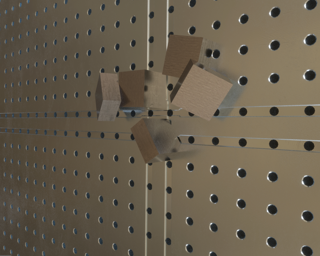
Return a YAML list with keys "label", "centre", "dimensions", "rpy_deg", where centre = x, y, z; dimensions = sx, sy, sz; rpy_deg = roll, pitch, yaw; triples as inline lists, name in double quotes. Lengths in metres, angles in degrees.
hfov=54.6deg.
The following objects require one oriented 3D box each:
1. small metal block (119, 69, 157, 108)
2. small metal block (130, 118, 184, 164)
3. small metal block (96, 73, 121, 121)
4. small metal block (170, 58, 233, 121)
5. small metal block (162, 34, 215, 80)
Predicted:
- label: "small metal block"
  centre: [-0.032, -0.054, 0.437]
  dimensions: [0.050, 0.025, 0.050]
  rpy_deg: [3, 92, 40]
- label: "small metal block"
  centre: [-0.003, 0.016, 0.397]
  dimensions: [0.025, 0.050, 0.050]
  rpy_deg: [-39, 66, 33]
- label: "small metal block"
  centre: [-0.077, -0.045, 0.455]
  dimensions: [0.050, 0.025, 0.050]
  rpy_deg: [119, 145, -51]
- label: "small metal block"
  centre: [0.046, -0.043, 0.354]
  dimensions: [0.050, 0.050, 0.025]
  rpy_deg: [-60, 15, 23]
- label: "small metal block"
  centre: [0.034, -0.086, 0.382]
  dimensions: [0.050, 0.025, 0.050]
  rpy_deg: [19, 102, 38]
